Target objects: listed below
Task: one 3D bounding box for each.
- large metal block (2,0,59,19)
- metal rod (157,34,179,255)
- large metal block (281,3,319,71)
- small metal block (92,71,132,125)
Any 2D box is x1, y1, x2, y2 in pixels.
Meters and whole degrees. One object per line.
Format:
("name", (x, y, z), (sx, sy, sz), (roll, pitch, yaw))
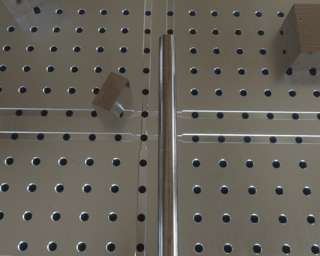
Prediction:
("large metal block", (-0.213, -0.230, 0.481), (0.080, 0.050, 0.080), (-29, 73, -10))
("metal rod", (0.010, 0.009, 0.408), (0.025, 0.025, 0.299), (0, 70, 0))
("large metal block", (0.229, -0.130, 0.447), (0.081, 0.050, 0.080), (1, 70, 0))
("small metal block", (-0.062, -0.038, 0.412), (0.025, 0.050, 0.050), (25, 72, 8))
